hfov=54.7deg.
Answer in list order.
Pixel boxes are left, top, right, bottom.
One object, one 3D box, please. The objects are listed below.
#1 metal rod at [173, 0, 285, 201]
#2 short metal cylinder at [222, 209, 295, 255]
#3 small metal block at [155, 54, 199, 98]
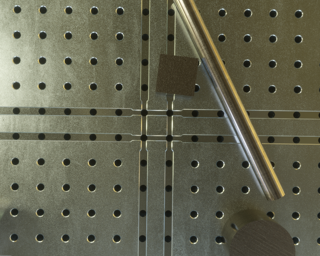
[{"bbox_3d":[0.091,-0.044,0.413,0.025,0.025,0.299,-25,90,0],"label":"metal rod"},{"bbox_3d":[0.125,0.152,0.402,0.081,0.050,0.080,0,90,0],"label":"short metal cylinder"},{"bbox_3d":[0.022,-0.069,0.413,0.050,0.025,0.050,7,90,0],"label":"small metal block"}]
